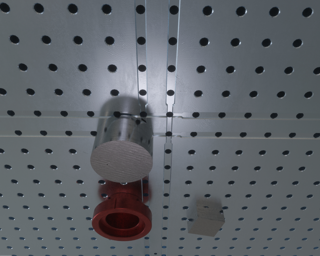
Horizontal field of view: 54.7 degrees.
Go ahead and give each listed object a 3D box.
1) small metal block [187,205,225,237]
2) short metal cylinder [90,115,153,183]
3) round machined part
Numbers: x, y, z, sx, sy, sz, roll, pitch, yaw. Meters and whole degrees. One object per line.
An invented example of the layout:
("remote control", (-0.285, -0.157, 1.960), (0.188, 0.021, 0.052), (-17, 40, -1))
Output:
("small metal block", (0.082, 0.168, 0.555), (0.050, 0.025, 0.050), (12, 129, -11))
("short metal cylinder", (-0.050, 0.029, 0.419), (0.081, 0.050, 0.079), (0, 130, 0))
("round machined part", (-0.063, 0.147, 0.525), (0.099, 0.042, 0.097), (0, 130, 0))
